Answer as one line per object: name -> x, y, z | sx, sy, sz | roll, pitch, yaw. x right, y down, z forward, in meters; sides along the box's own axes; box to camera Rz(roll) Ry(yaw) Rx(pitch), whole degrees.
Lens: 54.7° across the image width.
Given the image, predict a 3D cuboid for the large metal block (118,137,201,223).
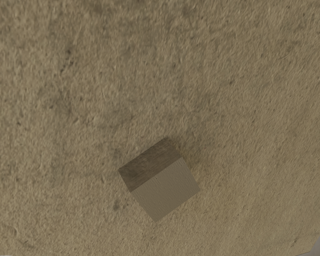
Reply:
large metal block -> 0.000, 0.074, 0.439 | 0.080, 0.050, 0.080 | -34, 129, -6
